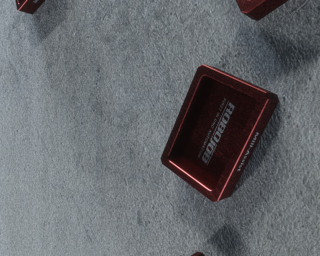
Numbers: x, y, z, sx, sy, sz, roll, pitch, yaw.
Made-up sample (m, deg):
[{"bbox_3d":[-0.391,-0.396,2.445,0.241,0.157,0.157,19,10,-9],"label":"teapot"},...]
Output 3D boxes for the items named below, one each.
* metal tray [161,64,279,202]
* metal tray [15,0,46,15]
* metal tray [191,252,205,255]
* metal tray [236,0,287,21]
[{"bbox_3d":[0.062,0.005,0.350,0.090,0.030,0.129,34,111,35],"label":"metal tray"},{"bbox_3d":[-0.238,-0.294,0.598,0.130,0.030,0.090,-23,75,37],"label":"metal tray"},{"bbox_3d":[0.031,0.226,0.377,0.090,0.030,0.129,51,120,27],"label":"metal tray"},{"bbox_3d":[0.105,-0.190,0.314,0.090,0.030,0.129,-30,72,36],"label":"metal tray"}]
